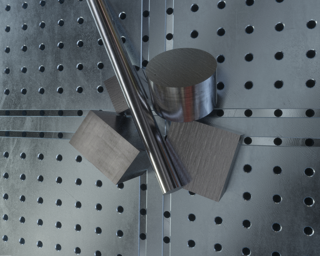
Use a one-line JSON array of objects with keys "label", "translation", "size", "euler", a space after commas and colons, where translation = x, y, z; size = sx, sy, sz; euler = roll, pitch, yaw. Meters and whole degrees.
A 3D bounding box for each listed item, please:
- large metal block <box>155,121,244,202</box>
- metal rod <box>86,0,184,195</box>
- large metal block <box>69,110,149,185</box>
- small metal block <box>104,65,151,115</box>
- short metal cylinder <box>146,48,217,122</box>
[{"label": "large metal block", "translation": [0.050, 0.034, 0.381], "size": [0.080, 0.050, 0.080], "euler": [19, 96, 18]}, {"label": "metal rod", "translation": [-0.040, -0.060, 0.394], "size": [0.025, 0.025, 0.299], "euler": [-29, 69, 17]}, {"label": "large metal block", "translation": [-0.054, 0.022, 0.401], "size": [0.080, 0.080, 0.050], "euler": [39, 102, 15]}, {"label": "small metal block", "translation": [-0.042, -0.051, 0.427], "size": [0.050, 0.025, 0.050], "euler": [-25, 82, 18]}, {"label": "short metal cylinder", "translation": [0.027, -0.052, 0.366], "size": [0.080, 0.080, 0.050], "euler": [9, 137, 19]}]
